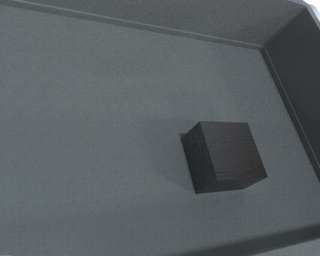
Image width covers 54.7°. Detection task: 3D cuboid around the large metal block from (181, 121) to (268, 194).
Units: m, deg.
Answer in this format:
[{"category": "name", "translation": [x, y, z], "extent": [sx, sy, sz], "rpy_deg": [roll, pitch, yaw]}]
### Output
[{"category": "large metal block", "translation": [0.084, 0.039, 0.413], "extent": [0.081, 0.050, 0.080], "rpy_deg": [1, 61, -28]}]
